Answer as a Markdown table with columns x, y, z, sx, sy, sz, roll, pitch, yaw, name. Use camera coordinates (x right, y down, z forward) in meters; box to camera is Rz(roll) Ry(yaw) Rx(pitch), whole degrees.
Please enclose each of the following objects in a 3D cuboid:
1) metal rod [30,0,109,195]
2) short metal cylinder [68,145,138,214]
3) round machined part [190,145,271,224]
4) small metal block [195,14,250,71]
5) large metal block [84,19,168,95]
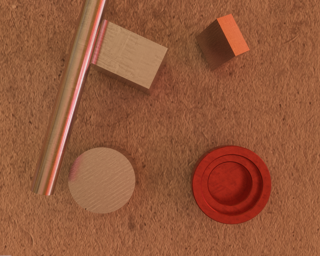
| x | y | z | sx | sy | sz | roll | pitch | yaw | name |
| --- | --- | --- | --- | --- | --- | --- | --- | --- | --- |
| -0.084 | -0.076 | 0.328 | 0.025 | 0.025 | 0.298 | 16 | 90 | -1 | metal rod |
| -0.070 | 0.063 | 0.397 | 0.081 | 0.050 | 0.079 | 0 | 90 | -1 | short metal cylinder |
| 0.089 | 0.070 | 0.403 | 0.099 | 0.042 | 0.097 | 0 | 90 | -1 | round machined part |
| 0.079 | -0.108 | 0.396 | 0.025 | 0.050 | 0.050 | -27 | 91 | -27 | small metal block |
| -0.038 | -0.083 | 0.382 | 0.080 | 0.080 | 0.050 | 25 | 90 | -1 | large metal block |
